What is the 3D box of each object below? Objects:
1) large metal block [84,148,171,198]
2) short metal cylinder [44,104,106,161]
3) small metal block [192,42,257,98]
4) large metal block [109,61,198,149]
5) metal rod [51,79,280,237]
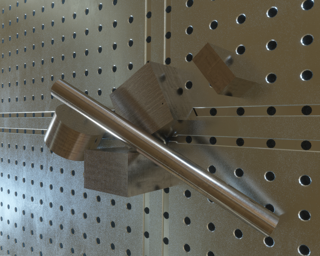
[{"bbox_3d":[-0.042,0.053,0.406,0.080,0.081,0.050,1,91,39],"label":"large metal block"},{"bbox_3d":[-0.129,0.006,0.478,0.080,0.081,0.050,45,117,30],"label":"short metal cylinder"},{"bbox_3d":[0.070,-0.061,0.334,0.025,0.050,0.050,-46,63,30],"label":"small metal block"},{"bbox_3d":[-0.010,-0.027,0.400,0.080,0.050,0.080,-34,70,34],"label":"large metal block"},{"bbox_3d":[-0.008,0.025,0.356,0.300,0.025,0.025,32,111,16],"label":"metal rod"}]
